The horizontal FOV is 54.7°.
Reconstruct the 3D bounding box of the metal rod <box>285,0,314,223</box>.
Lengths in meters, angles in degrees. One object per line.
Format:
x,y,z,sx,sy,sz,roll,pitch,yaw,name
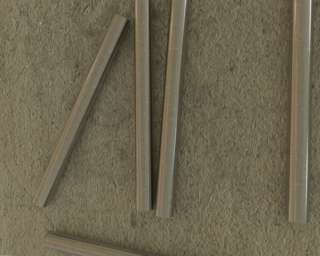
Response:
0.159,-0.044,0.352,0.025,0.025,0.298,1,90,19,metal rod

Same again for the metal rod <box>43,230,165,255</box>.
-0.026,0.179,0.417,0.301,0.025,0.025,5,92,19,metal rod

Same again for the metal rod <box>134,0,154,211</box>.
-0.022,-0.041,0.415,0.025,0.025,0.298,0,90,19,metal rod

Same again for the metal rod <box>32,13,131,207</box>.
-0.117,-0.019,0.448,0.025,0.025,0.298,29,99,17,metal rod

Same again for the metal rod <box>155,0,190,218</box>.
0.016,-0.035,0.402,0.025,0.025,0.298,5,92,19,metal rod
